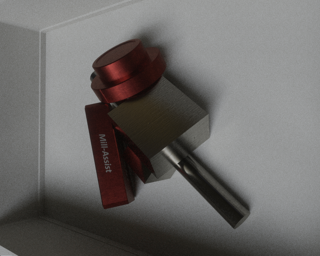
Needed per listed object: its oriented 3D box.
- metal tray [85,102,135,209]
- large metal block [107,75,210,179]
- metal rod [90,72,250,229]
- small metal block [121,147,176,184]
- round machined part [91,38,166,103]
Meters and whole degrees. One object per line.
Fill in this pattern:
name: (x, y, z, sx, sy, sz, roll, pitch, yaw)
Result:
metal tray: (-0.065, 0.038, 0.416, 0.030, 0.090, 0.129, -12, 80, -2)
large metal block: (0.000, -0.002, 0.361, 0.080, 0.050, 0.080, -37, 58, -14)
metal rod: (-0.005, 0.009, 0.407, 0.300, 0.025, 0.025, 44, 116, 30)
small metal block: (-0.012, 0.042, 0.396, 0.050, 0.050, 0.025, 45, 117, 30)
round machined part: (-0.045, -0.077, 0.390, 0.098, 0.098, 0.042, -2, 129, 39)
